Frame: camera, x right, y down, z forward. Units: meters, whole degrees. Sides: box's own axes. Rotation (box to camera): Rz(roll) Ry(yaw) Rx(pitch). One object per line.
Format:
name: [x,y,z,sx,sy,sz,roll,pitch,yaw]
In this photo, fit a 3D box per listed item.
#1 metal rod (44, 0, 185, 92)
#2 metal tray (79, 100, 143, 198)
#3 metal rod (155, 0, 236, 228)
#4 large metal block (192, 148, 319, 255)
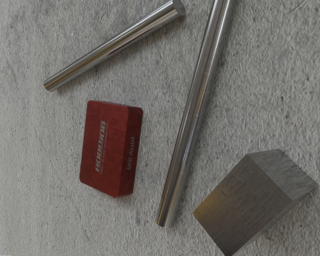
metal rod: [-0.089,-0.114,0.475,0.300,0.025,0.025,-18,79,38]
metal tray: [-0.075,0.028,0.461,0.090,0.030,0.129,13,98,39]
metal rod: [0.041,-0.020,0.369,0.025,0.025,0.298,23,104,37]
large metal block: [0.091,0.067,0.293,0.050,0.081,0.080,50,119,28]
